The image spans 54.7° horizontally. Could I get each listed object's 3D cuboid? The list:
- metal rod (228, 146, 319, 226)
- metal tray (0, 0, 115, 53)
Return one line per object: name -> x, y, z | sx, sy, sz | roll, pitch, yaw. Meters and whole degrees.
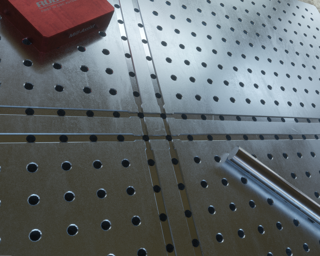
metal rod -> 0.227, 0.123, 0.458 | 0.301, 0.025, 0.025 | 36, 51, -5
metal tray -> -0.140, -0.167, 0.432 | 0.090, 0.030, 0.131 | 46, 51, 3
